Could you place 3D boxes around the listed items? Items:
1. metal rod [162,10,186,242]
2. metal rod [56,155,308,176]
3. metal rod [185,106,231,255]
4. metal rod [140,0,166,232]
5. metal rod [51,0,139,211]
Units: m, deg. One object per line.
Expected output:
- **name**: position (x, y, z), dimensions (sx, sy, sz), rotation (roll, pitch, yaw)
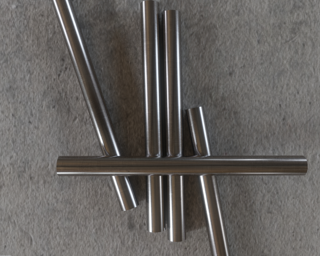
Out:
- **metal rod**: position (0.019, -0.003, 0.410), dimensions (0.025, 0.025, 0.298), rotation (-1, 90, -1)
- **metal rod**: position (0.027, 0.047, 0.384), dimensions (0.302, 0.025, 0.025), rotation (0, 90, -1)
- **metal rod**: position (0.072, 0.120, 0.411), dimensions (0.025, 0.025, 0.298), rotation (-10, 90, 0)
- **metal rod**: position (-0.009, -0.015, 0.409), dimensions (0.025, 0.025, 0.298), rotation (-2, 90, -1)
- **metal rod**: position (-0.086, -0.037, 0.408), dimensions (0.025, 0.025, 0.298), rotation (-18, 90, 0)
